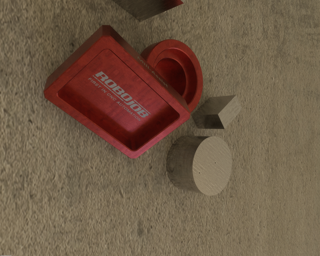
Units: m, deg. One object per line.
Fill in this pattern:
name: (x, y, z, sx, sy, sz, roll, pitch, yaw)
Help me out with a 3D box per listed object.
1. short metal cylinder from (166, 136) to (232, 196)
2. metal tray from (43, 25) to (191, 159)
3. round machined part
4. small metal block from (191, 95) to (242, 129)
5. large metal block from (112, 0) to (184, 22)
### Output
short metal cylinder: (0.056, 0.051, 0.435, 0.081, 0.050, 0.080, 0, 90, -40)
metal tray: (-0.041, -0.031, 0.330, 0.130, 0.090, 0.030, 41, 21, -33)
round machined part: (0.007, -0.061, 0.399, 0.099, 0.042, 0.097, 0, 90, -40)
small metal block: (0.084, -0.023, 0.459, 0.050, 0.050, 0.025, -43, 116, -31)
large metal block: (-0.021, -0.174, 0.351, 0.080, 0.080, 0.050, 28, 73, -37)
